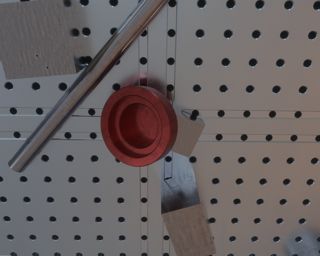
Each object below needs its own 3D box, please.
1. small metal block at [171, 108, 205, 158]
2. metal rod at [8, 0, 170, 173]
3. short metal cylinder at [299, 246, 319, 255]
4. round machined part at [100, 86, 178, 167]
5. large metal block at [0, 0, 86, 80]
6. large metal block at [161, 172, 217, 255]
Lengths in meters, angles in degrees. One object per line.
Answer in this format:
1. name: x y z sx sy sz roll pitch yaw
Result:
1. small metal block: 0.026 0.005 0.415 0.050 0.025 0.050 21 109 -8
2. metal rod: -0.098 -0.052 0.393 0.025 0.025 0.299 41 105 -14
3. short metal cylinder: 0.262 0.237 0.490 0.081 0.050 0.079 0 110 0
4. round machined part: -0.022 -0.004 0.388 0.098 0.042 0.097 4 99 26
5. large metal block: -0.138 -0.104 0.360 0.080 0.050 0.079 -5 110 1
6. large metal block: 0.038 0.121 0.429 0.050 0.080 0.080 -17 109 6
